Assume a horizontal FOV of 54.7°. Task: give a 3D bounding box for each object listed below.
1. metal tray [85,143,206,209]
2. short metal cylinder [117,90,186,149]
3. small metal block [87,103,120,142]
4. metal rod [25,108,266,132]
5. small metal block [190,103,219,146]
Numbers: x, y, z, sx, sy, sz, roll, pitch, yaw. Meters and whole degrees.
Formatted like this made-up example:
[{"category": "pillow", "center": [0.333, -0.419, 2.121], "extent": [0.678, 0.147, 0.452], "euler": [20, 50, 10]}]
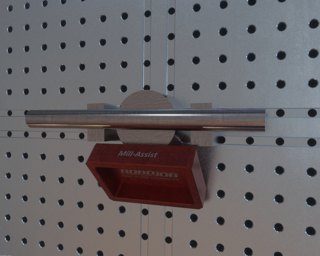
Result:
[{"category": "metal tray", "center": [-0.015, 0.060, 0.385], "extent": [0.130, 0.090, 0.030], "euler": [1, 47, 20]}, {"category": "short metal cylinder", "center": [-0.010, -0.007, 0.402], "extent": [0.080, 0.050, 0.080], "euler": [0, 90, 20]}, {"category": "small metal block", "center": [-0.075, -0.007, 0.426], "extent": [0.025, 0.050, 0.050], "euler": [-1, 90, 20]}, {"category": "metal rod", "center": [-0.033, -0.010, 0.371], "extent": [0.301, 0.025, 0.025], "euler": [1, 90, 20]}, {"category": "small metal block", "center": [0.056, -0.004, 0.380], "extent": [0.025, 0.050, 0.050], "euler": [-1, 90, 20]}]
